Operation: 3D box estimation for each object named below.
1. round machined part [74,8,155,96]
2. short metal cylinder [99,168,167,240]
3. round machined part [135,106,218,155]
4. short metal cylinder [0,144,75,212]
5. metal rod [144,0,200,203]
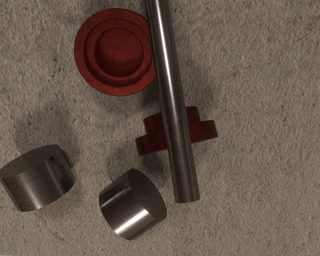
[{"bbox_3d":[-0.047,-0.090,0.367,0.099,0.042,0.097,0,110,-1],"label":"round machined part"},{"bbox_3d":[-0.035,0.102,0.418,0.050,0.080,0.080,-38,106,12],"label":"short metal cylinder"},{"bbox_3d":[0.017,0.002,0.377,0.098,0.098,0.042,-14,85,5],"label":"round machined part"},{"bbox_3d":[-0.158,0.063,0.401,0.080,0.080,0.050,-18,109,6],"label":"short metal cylinder"},{"bbox_3d":[0.005,-0.075,0.320,0.025,0.025,0.298,-9,86,3],"label":"metal rod"}]
